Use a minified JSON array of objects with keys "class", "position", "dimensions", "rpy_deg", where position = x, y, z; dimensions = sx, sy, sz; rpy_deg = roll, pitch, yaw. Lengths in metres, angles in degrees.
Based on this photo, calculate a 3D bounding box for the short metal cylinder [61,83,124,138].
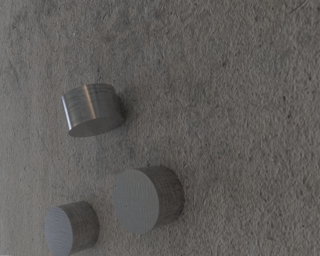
[{"class":"short metal cylinder","position":[-0.098,-0.024,0.450],"dimensions":[0.080,0.081,0.050],"rpy_deg":[-28,73,36]}]

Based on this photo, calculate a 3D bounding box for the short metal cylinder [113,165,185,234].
[{"class":"short metal cylinder","position":[-0.016,0.091,0.402],"dimensions":[0.080,0.050,0.080],"rpy_deg":[0,90,40]}]

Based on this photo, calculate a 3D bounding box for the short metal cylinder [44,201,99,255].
[{"class":"short metal cylinder","position":[-0.145,0.165,0.509],"dimensions":[0.080,0.050,0.080],"rpy_deg":[0,90,40]}]
